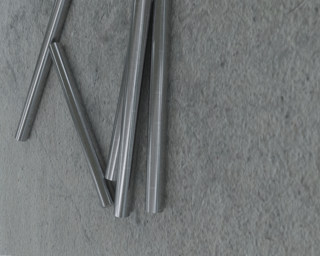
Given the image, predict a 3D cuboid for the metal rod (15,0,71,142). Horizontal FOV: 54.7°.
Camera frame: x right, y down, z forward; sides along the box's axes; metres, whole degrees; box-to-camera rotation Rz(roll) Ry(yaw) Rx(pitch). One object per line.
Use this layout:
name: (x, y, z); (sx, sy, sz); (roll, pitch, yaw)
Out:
metal rod: (-0.225, -0.106, 0.586); (0.025, 0.025, 0.298); (38, 113, 33)

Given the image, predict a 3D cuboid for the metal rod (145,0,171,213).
metal rod: (-0.002, -0.040, 0.404); (0.025, 0.025, 0.298); (3, 92, 39)

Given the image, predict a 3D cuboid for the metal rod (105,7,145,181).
metal rod: (-0.041, -0.070, 0.436); (0.025, 0.025, 0.298); (19, 102, 38)

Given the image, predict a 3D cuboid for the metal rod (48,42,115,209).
metal rod: (-0.131, -0.015, 0.509); (0.025, 0.025, 0.299); (-36, 68, 34)

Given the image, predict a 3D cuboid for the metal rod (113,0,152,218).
metal rod: (-0.039, -0.021, 0.420); (0.025, 0.025, 0.298); (15, 104, 38)
